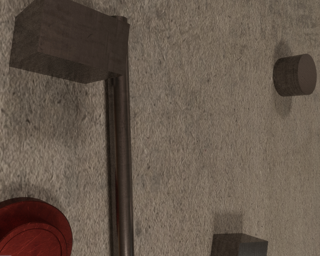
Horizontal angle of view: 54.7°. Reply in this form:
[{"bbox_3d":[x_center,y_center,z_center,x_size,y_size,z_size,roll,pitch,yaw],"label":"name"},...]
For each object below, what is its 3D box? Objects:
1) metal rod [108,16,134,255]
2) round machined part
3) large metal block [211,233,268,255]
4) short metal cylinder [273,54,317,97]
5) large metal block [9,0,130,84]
[{"bbox_3d":[-0.047,0.021,0.367,0.025,0.025,0.298,-3,92,-40],"label":"metal rod"},{"bbox_3d":[-0.127,0.117,0.288,0.099,0.042,0.097,0,90,-40],"label":"round machined part"},{"bbox_3d":[0.126,0.217,0.497,0.081,0.050,0.080,15,80,-39],"label":"large metal block"},{"bbox_3d":[0.270,-0.104,0.619,0.081,0.050,0.079,0,90,-40],"label":"short metal cylinder"},{"bbox_3d":[-0.087,-0.079,0.297,0.081,0.080,0.050,9,84,-40],"label":"large metal block"}]
